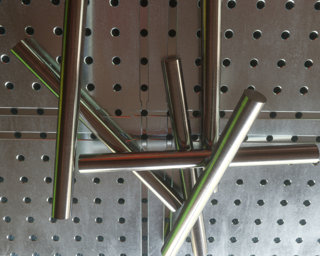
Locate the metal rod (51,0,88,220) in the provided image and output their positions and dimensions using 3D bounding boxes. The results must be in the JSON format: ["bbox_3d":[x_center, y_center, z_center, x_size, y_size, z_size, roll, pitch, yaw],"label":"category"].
[{"bbox_3d":[-0.109,-0.034,0.373,0.025,0.025,0.298,6,100,-3],"label":"metal rod"}]

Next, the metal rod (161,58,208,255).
[{"bbox_3d":[0.038,0.054,0.433,0.025,0.025,0.298,-9,110,3],"label":"metal rod"}]

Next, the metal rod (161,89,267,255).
[{"bbox_3d":[0.055,0.081,0.399,0.025,0.025,0.298,16,126,-6],"label":"metal rod"}]

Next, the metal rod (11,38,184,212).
[{"bbox_3d":[-0.073,0.006,0.415,0.025,0.025,0.300,-39,106,13],"label":"metal rod"}]

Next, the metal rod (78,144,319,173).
[{"bbox_3d":[0.048,0.039,0.400,0.302,0.025,0.025,-3,110,1],"label":"metal rod"}]

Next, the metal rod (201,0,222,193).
[{"bbox_3d":[0.064,-0.052,0.394,0.025,0.025,0.298,-3,110,1],"label":"metal rod"}]
